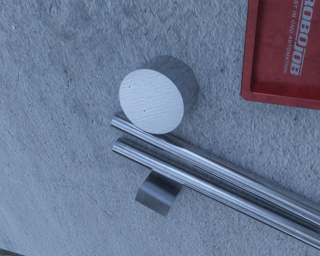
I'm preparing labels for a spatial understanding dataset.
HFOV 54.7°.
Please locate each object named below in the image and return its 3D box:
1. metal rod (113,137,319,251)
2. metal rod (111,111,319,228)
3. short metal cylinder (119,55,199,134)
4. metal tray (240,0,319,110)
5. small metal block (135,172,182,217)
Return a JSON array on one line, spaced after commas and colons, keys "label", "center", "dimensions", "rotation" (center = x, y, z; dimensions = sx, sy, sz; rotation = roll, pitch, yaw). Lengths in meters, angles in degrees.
[{"label": "metal rod", "center": [0.071, 0.083, 0.420], "dimensions": [0.301, 0.025, 0.025], "rotation": [24, 127, 13]}, {"label": "metal rod", "center": [0.072, 0.050, 0.399], "dimensions": [0.301, 0.025, 0.025], "rotation": [25, 127, 12]}, {"label": "short metal cylinder", "center": [0.000, -0.040, 0.366], "dimensions": [0.080, 0.050, 0.079], "rotation": [13, 124, 21]}, {"label": "metal tray", "center": [0.127, -0.084, 0.284], "dimensions": [0.090, 0.030, 0.129], "rotation": [10, 123, 22]}, {"label": "small metal block", "center": [0.000, 0.092, 0.448], "dimensions": [0.050, 0.050, 0.025], "rotation": [27, 128, 11]}]
